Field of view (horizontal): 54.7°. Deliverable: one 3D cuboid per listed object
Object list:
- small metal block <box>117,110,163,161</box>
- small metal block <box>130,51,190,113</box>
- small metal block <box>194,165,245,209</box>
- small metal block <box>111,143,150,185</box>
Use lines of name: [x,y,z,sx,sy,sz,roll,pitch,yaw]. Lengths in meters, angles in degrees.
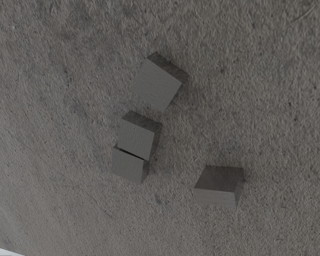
small metal block: [-0.029,0.010,0.428,0.050,0.025,0.050,23,127,14]
small metal block: [-0.001,-0.055,0.373,0.050,0.025,0.050,36,129,4]
small metal block: [0.077,0.074,0.396,0.050,0.050,0.025,1,119,28]
small metal block: [-0.043,0.051,0.461,0.050,0.025,0.050,20,126,16]
